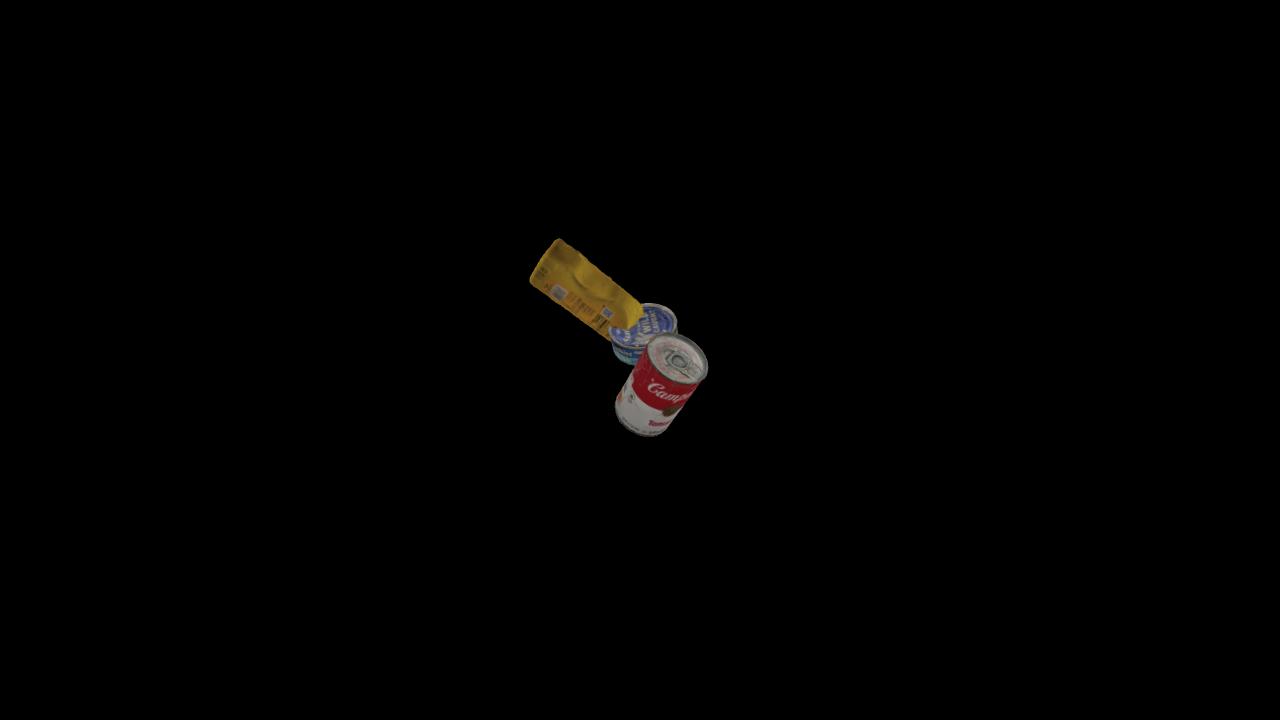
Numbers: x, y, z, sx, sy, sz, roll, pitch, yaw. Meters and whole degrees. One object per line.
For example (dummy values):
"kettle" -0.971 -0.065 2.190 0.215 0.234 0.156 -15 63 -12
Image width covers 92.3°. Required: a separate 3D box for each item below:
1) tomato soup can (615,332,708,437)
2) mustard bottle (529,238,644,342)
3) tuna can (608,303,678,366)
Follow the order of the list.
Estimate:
"tomato soup can" 0.019 0.028 0.649 0.068 0.068 0.101 0 -38 -29
"mustard bottle" -0.047 -0.067 0.764 0.184 0.054 0.092 37 -34 -8
"tuna can" 0.005 -0.031 0.749 0.084 0.034 0.084 -6 42 5
